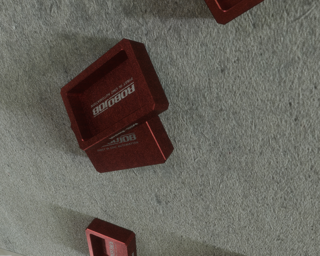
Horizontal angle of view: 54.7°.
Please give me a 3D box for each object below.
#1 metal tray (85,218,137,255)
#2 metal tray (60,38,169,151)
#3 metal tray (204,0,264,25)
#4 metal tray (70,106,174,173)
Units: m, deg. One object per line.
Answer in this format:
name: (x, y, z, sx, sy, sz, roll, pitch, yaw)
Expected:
metal tray: (-0.092, 0.242, 0.601, 0.090, 0.030, 0.129, 13, 124, 21)
metal tray: (-0.061, -0.037, 0.382, 0.130, 0.030, 0.090, -28, 78, 32)
metal tray: (0.086, -0.160, 0.258, 0.130, 0.030, 0.090, -24, 106, 36)
metal tray: (-0.056, 0.013, 0.441, 0.130, 0.030, 0.090, -13, 112, 33)
